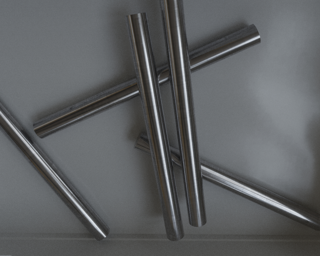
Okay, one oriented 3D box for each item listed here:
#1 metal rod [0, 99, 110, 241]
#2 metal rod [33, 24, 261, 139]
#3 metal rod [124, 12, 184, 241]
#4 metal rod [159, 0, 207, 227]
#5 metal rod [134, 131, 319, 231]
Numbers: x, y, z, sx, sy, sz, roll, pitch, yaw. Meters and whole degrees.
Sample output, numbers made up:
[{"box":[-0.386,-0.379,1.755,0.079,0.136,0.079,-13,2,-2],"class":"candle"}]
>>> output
[{"box":[-0.167,0.043,0.425,0.025,0.025,0.299,-31,107,11],"class":"metal rod"},{"box":[-0.023,-0.055,0.390,0.301,0.025,0.025,-23,109,8],"class":"metal rod"},{"box":[-0.002,0.014,0.388,0.025,0.025,0.298,-9,110,3],"class":"metal rod"},{"box":[0.032,-0.009,0.380,0.025,0.025,0.298,-8,110,3],"class":"metal rod"},{"box":[0.104,0.079,0.441,0.301,0.025,0.025,25,108,-9],"class":"metal rod"}]
